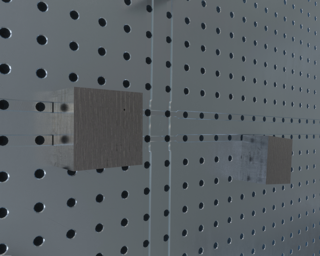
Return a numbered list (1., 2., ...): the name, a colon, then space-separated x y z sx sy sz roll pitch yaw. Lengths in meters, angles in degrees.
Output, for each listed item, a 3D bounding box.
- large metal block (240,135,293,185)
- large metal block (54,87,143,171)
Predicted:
1. large metal block: 0.190 0.056 0.550 0.081 0.050 0.080 7 85 -40
2. large metal block: -0.066 0.001 0.337 0.081 0.050 0.080 0 90 -40
